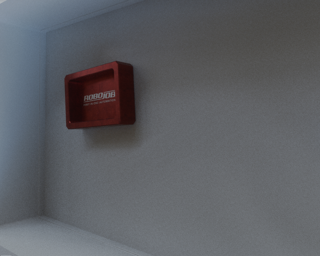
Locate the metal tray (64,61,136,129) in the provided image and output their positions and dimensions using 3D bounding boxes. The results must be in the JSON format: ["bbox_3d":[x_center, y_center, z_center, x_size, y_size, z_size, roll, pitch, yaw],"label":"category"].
[{"bbox_3d":[-0.097,-0.046,0.480,0.130,0.030,0.089,-5,87,39],"label":"metal tray"}]
